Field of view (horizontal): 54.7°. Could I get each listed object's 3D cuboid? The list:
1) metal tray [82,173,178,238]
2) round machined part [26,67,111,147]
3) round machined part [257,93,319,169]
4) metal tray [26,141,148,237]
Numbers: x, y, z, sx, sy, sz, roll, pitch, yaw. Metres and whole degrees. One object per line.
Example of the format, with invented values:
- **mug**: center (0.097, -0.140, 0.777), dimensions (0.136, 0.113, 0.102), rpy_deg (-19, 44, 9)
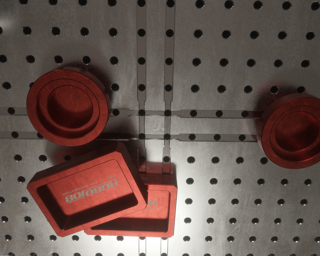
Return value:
- **metal tray**: center (-0.043, 0.112, 0.451), dimensions (0.131, 0.030, 0.089), rpy_deg (3, 110, -2)
- **round machined part**: center (-0.111, -0.029, 0.392), dimensions (0.099, 0.042, 0.097), rpy_deg (0, 110, -1)
- **round machined part**: center (0.176, 0.001, 0.407), dimensions (0.099, 0.042, 0.097), rpy_deg (0, 110, -1)
- **metal tray**: center (-0.092, 0.082, 0.407), dimensions (0.130, 0.030, 0.090), rpy_deg (-21, 109, 7)
